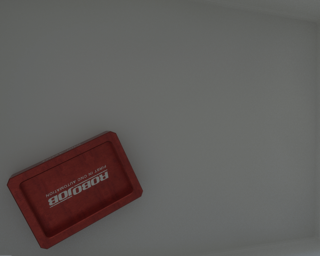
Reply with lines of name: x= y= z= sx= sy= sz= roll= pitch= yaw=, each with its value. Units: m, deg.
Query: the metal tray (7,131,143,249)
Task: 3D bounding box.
metal tray: x=-0.097 y=0.070 z=0.371 sx=0.131 sy=0.030 sz=0.090 roll=-26 pitch=99 yaw=-18
